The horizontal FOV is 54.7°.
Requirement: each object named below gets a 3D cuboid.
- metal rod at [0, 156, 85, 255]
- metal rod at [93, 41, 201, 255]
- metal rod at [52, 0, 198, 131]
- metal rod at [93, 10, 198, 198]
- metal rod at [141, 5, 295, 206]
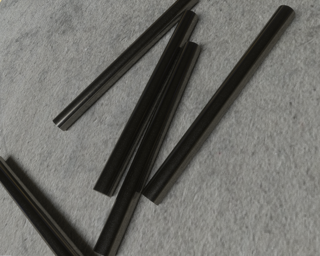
[{"bbox_3d":[-0.166,0.116,0.417,0.300,0.025,0.025,30,78,37],"label":"metal rod"},{"bbox_3d":[-0.008,0.012,0.399,0.025,0.025,0.300,10,67,32],"label":"metal rod"},{"bbox_3d":[-0.053,-0.109,0.497,0.300,0.025,0.025,-45,51,-4],"label":"metal rod"},{"bbox_3d":[-0.013,-0.046,0.437,0.025,0.025,0.300,13,68,33],"label":"metal rod"},{"bbox_3d":[0.077,-0.035,0.383,0.025,0.025,0.300,30,78,37],"label":"metal rod"}]
